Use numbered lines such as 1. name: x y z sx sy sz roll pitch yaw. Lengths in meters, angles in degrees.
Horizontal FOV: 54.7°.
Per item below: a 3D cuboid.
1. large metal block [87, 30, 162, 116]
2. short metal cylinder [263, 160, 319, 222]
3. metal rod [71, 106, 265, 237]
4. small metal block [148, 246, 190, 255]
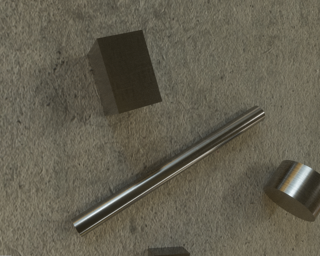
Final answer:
1. large metal block: -0.045 -0.060 0.364 0.050 0.080 0.080 -18 96 -19
2. short metal cylinder: 0.202 0.092 0.457 0.080 0.080 0.050 44 76 -15
3. metal rod: 0.024 0.049 0.419 0.302 0.025 0.025 -30 100 -18
4. small metal block: 0.010 0.189 0.414 0.050 0.025 0.050 5 88 -20
